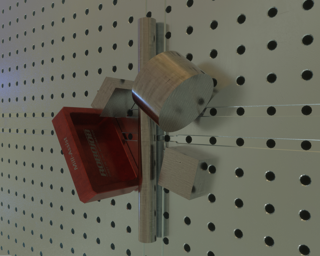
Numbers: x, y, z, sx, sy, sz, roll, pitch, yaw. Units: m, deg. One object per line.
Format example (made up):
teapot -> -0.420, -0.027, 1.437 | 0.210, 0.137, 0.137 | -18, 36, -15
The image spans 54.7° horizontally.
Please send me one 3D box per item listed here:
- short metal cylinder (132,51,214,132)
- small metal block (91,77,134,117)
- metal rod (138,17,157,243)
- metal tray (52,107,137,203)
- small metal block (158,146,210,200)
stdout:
short metal cylinder -> 0.015, -0.042, 0.359 | 0.050, 0.081, 0.080 | 45, 117, 30
small metal block -> -0.062, -0.043, 0.441 | 0.025, 0.050, 0.050 | 49, 119, 28
metal rod -> -0.017, 0.003, 0.421 | 0.025, 0.025, 0.298 | 0, 90, 39
metal tray -> -0.087, 0.033, 0.435 | 0.030, 0.091, 0.130 | -40, 66, 33
small metal block -> 0.029, 0.054, 0.385 | 0.050, 0.025, 0.050 | 19, 102, 38
